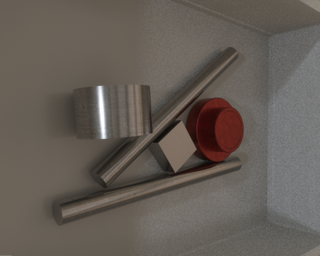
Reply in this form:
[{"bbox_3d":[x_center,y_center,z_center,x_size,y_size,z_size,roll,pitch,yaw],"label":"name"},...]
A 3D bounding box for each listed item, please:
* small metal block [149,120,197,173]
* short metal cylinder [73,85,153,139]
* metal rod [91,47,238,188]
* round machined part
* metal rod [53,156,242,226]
[{"bbox_3d":[0.017,0.024,0.420,0.050,0.025,0.050,-43,116,-32],"label":"small metal block"},{"bbox_3d":[-0.049,-0.017,0.330,0.081,0.080,0.050,-7,95,-40],"label":"short metal cylinder"},{"bbox_3d":[0.024,-0.031,0.427,0.301,0.025,0.025,-44,117,-31],"label":"metal rod"},{"bbox_3d":[0.090,0.002,0.470,0.099,0.042,0.097,0,90,-40],"label":"round machined part"},{"bbox_3d":[0.010,0.073,0.415,0.302,0.025,0.025,-7,95,-40],"label":"metal rod"}]
